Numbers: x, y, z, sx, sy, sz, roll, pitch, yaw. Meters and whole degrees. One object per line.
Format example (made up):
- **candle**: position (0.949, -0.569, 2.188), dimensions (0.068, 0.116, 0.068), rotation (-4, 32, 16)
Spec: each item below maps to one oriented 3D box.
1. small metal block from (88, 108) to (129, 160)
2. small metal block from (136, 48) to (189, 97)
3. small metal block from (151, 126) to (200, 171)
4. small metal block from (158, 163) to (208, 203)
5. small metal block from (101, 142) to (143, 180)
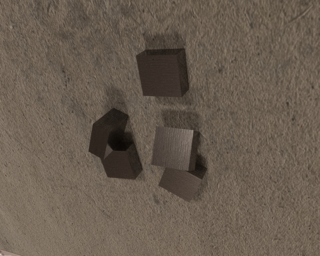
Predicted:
- **small metal block**: position (-0.072, 0.007, 0.431), dimensions (0.025, 0.050, 0.050), rotation (27, 128, 11)
- **small metal block**: position (0.004, -0.065, 0.364), dimensions (0.050, 0.025, 0.050), rotation (5, 121, 25)
- **small metal block**: position (0.020, 0.026, 0.396), dimensions (0.050, 0.025, 0.050), rotation (7, 87, 24)
- **small metal block**: position (0.031, 0.069, 0.432), dimensions (0.050, 0.025, 0.050), rotation (27, 128, 10)
- **small metal block**: position (-0.060, 0.048, 0.466), dimensions (0.050, 0.025, 0.050), rotation (-1, 118, 28)
